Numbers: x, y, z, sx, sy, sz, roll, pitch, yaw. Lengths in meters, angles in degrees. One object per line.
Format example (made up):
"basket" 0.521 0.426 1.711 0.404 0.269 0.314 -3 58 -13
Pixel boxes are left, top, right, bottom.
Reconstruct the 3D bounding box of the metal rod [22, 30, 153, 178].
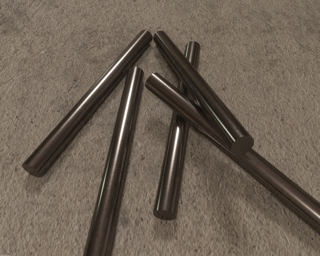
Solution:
"metal rod" -0.087 -0.055 0.447 0.025 0.025 0.301 20 52 15

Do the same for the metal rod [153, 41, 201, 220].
"metal rod" 0.030 -0.021 0.421 0.025 0.025 0.300 8 50 6

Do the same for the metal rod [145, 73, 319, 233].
"metal rod" 0.093 0.029 0.359 0.025 0.025 0.300 -37 66 -27

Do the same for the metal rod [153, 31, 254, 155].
"metal rod" 0.041 -0.069 0.420 0.025 0.025 0.300 -12 39 -10

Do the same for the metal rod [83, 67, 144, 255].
"metal rod" -0.050 0.031 0.376 0.025 0.025 0.300 4 50 3
